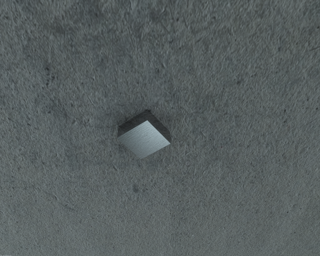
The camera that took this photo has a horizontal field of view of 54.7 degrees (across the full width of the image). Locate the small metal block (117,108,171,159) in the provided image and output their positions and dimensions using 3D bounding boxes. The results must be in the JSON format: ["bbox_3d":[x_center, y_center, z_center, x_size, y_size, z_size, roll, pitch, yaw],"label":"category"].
[{"bbox_3d":[-0.021,0.009,0.416,0.050,0.025,0.050,-30,125,22],"label":"small metal block"}]
